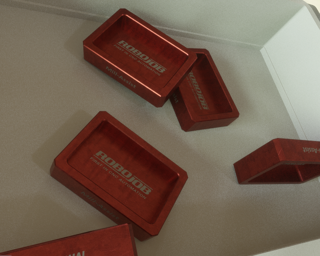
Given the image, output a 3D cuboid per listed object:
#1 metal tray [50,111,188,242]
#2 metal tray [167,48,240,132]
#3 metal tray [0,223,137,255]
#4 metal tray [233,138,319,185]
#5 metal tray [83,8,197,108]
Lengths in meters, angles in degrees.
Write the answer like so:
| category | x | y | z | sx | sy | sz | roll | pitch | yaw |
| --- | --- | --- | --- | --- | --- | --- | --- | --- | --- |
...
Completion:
| category | x | y | z | sx | sy | sz | roll | pitch | yaw |
| --- | --- | --- | --- | --- | --- | --- | --- | --- | --- |
| metal tray | -0.042 | 0.052 | 0.349 | 0.130 | 0.030 | 0.090 | 37 | 51 | -4 |
| metal tray | 0.055 | -0.062 | 0.471 | 0.091 | 0.030 | 0.130 | -7 | 65 | -32 |
| metal tray | -0.095 | 0.108 | 0.245 | 0.131 | 0.090 | 0.030 | -4 | 73 | -31 |
| metal tray | 0.182 | 0.050 | 0.433 | 0.131 | 0.090 | 0.030 | 5 | 60 | -26 |
| metal tray | -0.027 | -0.098 | 0.424 | 0.130 | 0.030 | 0.090 | 34 | 63 | 6 |
